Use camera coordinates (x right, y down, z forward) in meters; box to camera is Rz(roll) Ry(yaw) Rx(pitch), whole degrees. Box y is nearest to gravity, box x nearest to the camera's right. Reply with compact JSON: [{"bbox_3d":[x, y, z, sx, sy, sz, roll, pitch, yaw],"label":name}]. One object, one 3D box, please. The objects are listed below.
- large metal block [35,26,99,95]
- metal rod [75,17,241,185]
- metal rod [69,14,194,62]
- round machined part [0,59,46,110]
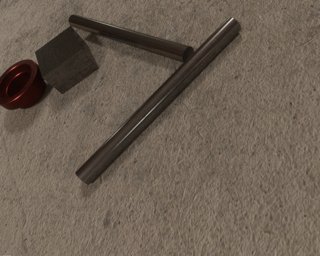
[{"bbox_3d":[-0.165,-0.120,0.545,0.080,0.050,0.080,-34,52,5],"label":"large metal block"},{"bbox_3d":[0.000,-0.040,0.426,0.300,0.025,0.025,-46,51,-4],"label":"metal rod"},{"bbox_3d":[-0.066,-0.160,0.534,0.300,0.025,0.025,28,77,37],"label":"metal rod"},{"bbox_3d":[-0.250,-0.074,0.567,0.098,0.042,0.098,-13,56,20],"label":"round machined part"}]
